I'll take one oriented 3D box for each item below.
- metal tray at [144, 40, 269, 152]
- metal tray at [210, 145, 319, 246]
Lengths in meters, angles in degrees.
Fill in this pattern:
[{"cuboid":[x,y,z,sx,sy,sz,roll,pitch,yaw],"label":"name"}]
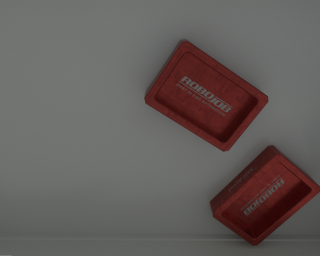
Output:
[{"cuboid":[0.057,-0.039,0.394,0.130,0.030,0.090,32,107,-12],"label":"metal tray"},{"cuboid":[0.149,0.100,0.447,0.090,0.030,0.130,38,105,-13],"label":"metal tray"}]
